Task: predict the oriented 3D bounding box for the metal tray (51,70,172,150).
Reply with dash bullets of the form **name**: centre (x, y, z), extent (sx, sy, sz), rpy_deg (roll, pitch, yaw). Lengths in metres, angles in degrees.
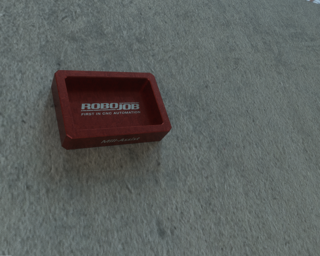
- **metal tray**: centre (-0.059, -0.025, 0.383), extent (0.131, 0.030, 0.090), rpy_deg (-4, 64, -30)
